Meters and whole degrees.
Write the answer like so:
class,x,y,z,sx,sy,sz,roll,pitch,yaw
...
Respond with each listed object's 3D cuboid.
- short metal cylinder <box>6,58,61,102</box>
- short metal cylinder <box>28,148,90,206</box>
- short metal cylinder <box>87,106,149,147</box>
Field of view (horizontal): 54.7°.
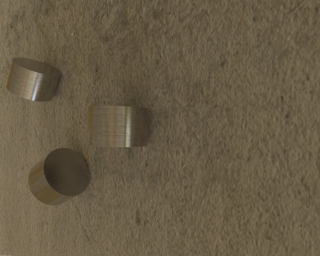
class,x,y,z,sx,sy,sz,roll,pitch,yaw
short metal cylinder,-0.224,-0.087,0.551,0.080,0.081,0.050,35,111,34
short metal cylinder,-0.161,0.078,0.499,0.050,0.081,0.080,-32,70,35
short metal cylinder,-0.056,-0.003,0.413,0.080,0.081,0.050,3,92,39
